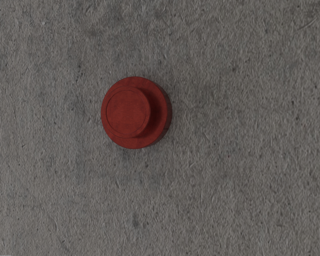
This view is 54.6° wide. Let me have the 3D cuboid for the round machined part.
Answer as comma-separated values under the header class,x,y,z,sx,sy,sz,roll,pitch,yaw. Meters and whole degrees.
class,x,y,z,sx,sy,sz,roll,pitch,yaw
round machined part,-0.037,-0.020,0.413,0.098,0.042,0.097,0,90,20
